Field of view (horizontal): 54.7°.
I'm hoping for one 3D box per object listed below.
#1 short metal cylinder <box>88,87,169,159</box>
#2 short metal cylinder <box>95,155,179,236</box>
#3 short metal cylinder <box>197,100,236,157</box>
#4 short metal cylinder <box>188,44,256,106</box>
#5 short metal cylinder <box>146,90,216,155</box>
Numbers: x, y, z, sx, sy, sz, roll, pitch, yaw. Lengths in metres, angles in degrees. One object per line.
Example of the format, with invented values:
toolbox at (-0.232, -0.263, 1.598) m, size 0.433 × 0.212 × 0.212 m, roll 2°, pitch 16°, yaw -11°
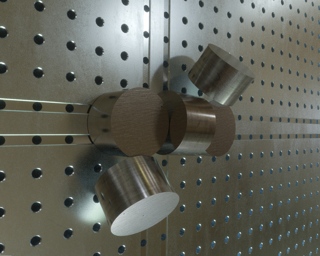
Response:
short metal cylinder at (-0.036, -0.006, 0.363) m, size 0.081 × 0.050 × 0.079 m, roll 0°, pitch 90°, yaw -40°
short metal cylinder at (-0.026, 0.076, 0.346) m, size 0.081 × 0.050 × 0.080 m, roll -21°, pitch 144°, yaw -16°
short metal cylinder at (0.064, 0.000, 0.448) m, size 0.081 × 0.050 × 0.079 m, roll 0°, pitch 90°, yaw -40°
short metal cylinder at (0.087, -0.075, 0.440) m, size 0.081 × 0.080 × 0.050 m, roll 11°, pitch 125°, yaw -40°
short metal cylinder at (0.024, -0.005, 0.395) m, size 0.050 × 0.080 × 0.080 m, roll 6°, pitch 86°, yaw -40°
